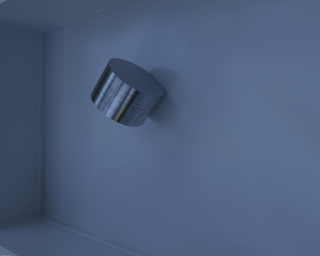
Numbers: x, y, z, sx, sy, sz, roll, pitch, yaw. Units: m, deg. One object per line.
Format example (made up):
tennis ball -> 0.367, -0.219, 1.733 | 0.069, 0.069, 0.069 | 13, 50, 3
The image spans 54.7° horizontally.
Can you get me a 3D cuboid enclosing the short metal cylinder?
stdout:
short metal cylinder -> -0.042, -0.047, 0.404 | 0.080, 0.081, 0.050 | 50, 119, 28
